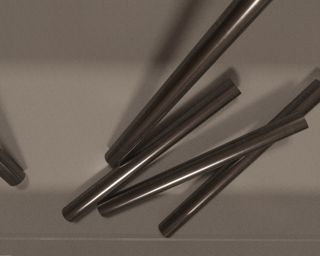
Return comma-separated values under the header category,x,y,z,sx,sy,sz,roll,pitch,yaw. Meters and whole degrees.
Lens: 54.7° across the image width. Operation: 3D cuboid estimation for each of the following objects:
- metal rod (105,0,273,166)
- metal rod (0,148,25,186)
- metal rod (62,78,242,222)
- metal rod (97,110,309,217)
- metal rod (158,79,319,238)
category,x,y,z,sx,sy,sz,roll,pitch,yaw
metal rod,0.015,-0.041,0.333,0.025,0.025,0.298,34,131,-12
metal rod,-0.242,-0.029,0.334,0.025,0.025,0.299,-16,134,6
metal rod,-0.019,0.037,0.424,0.300,0.025,0.025,-38,106,12
metal rod,0.046,0.054,0.417,0.300,0.025,0.025,-26,108,14
metal rod,0.107,0.051,0.431,0.025,0.025,0.299,40,105,-14
